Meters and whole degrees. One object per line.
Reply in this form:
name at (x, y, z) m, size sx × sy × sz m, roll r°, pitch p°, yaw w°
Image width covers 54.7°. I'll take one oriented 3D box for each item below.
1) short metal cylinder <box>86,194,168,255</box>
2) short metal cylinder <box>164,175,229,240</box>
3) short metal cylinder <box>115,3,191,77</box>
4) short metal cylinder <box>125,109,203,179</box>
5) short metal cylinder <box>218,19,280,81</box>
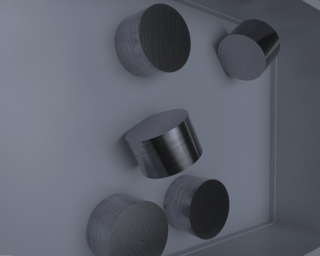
short metal cylinder at (-0.037, 0.120, 0.359) m, size 0.081 × 0.050 × 0.080 m, roll 0°, pitch 90°, yaw -40°
short metal cylinder at (0.052, 0.109, 0.434) m, size 0.081 × 0.050 × 0.080 m, roll 0°, pitch 90°, yaw -40°
short metal cylinder at (-0.008, -0.105, 0.383) m, size 0.081 × 0.050 × 0.080 m, roll 0°, pitch 90°, yaw -40°
short metal cylinder at (0.005, 0.017, 0.375) m, size 0.080 × 0.080 × 0.050 m, roll -37°, pitch 113°, yaw -34°
short metal cylinder at (0.139, -0.122, 0.486) m, size 0.050 × 0.080 × 0.080 m, roll -46°, pitch 118°, yaw -30°
